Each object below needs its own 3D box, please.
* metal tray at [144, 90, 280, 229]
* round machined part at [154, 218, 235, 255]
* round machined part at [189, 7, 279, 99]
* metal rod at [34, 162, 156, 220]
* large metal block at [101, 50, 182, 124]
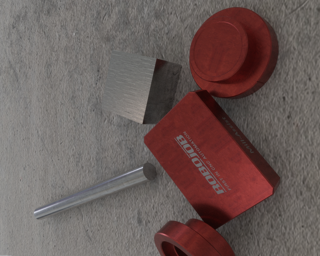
[{"bbox_3d":[0.052,0.034,0.339,0.090,0.030,0.130,-45,77,31],"label":"metal tray"},{"bbox_3d":[0.043,0.139,0.339,0.098,0.042,0.097,35,147,28],"label":"round machined part"},{"bbox_3d":[0.072,-0.081,0.335,0.098,0.042,0.097,0,90,40],"label":"round machined part"},{"bbox_3d":[-0.122,0.111,0.505,0.299,0.025,0.025,-26,74,37],"label":"metal rod"},{"bbox_3d":[-0.026,-0.054,0.410,0.080,0.050,0.079,21,103,38],"label":"large metal block"}]
